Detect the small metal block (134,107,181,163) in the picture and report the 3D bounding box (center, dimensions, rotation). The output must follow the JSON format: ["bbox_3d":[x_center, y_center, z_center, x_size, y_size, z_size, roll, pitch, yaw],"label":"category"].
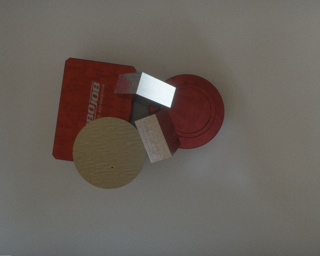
[{"bbox_3d":[-0.001,0.006,0.358,0.025,0.050,0.050,-19,97,18],"label":"small metal block"}]

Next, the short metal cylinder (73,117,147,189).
[{"bbox_3d":[-0.056,0.027,0.367,0.081,0.050,0.079,0,90,-1],"label":"short metal cylinder"}]

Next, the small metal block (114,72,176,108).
[{"bbox_3d":[-0.019,-0.045,0.372,0.050,0.050,0.025,19,83,-37],"label":"small metal block"}]

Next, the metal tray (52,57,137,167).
[{"bbox_3d":[-0.083,-0.020,0.404,0.091,0.030,0.129,8,90,-1],"label":"metal tray"}]

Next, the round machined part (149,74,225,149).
[{"bbox_3d":[0.035,-0.021,0.401,0.099,0.042,0.097,0,90,-1],"label":"round machined part"}]
